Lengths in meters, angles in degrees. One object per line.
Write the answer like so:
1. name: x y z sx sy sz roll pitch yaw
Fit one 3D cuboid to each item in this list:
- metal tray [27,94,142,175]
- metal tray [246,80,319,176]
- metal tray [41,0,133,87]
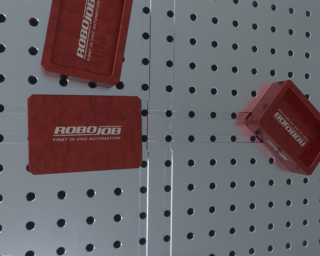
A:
1. metal tray: -0.089 0.006 0.377 0.131 0.030 0.090 -1 91 -20
2. metal tray: 0.208 0.000 0.485 0.130 0.030 0.090 42 77 -15
3. metal tray: -0.087 -0.122 0.377 0.091 0.030 0.129 10 87 -20
